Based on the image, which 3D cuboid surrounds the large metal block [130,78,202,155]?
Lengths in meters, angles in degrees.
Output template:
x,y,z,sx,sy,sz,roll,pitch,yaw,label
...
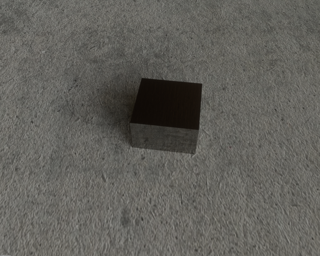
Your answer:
x,y,z,sx,sy,sz,roll,pitch,yaw,label
0.010,-0.016,0.402,0.080,0.050,0.080,6,50,4,large metal block
